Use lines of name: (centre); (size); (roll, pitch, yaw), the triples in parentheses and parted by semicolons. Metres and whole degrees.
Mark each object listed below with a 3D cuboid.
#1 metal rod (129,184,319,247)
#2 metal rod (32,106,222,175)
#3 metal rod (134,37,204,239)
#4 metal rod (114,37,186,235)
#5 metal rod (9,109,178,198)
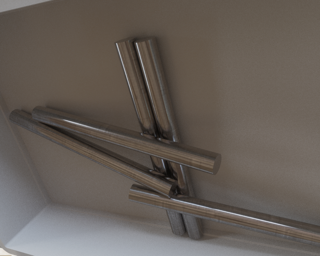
metal rod: (0.103, 0.116, 0.401); (0.301, 0.025, 0.025); (10, 123, 16)
metal rod: (-0.064, 0.009, 0.419); (0.300, 0.025, 0.025); (14, 125, 28)
metal rod: (0.019, 0.031, 0.413); (0.025, 0.025, 0.298); (-1, 118, 28)
metal rod: (-0.005, 0.028, 0.423); (0.025, 0.025, 0.298); (-1, 118, 28)
metal rod: (-0.113, 0.030, 0.467); (0.301, 0.025, 0.025); (21, 127, 21)
